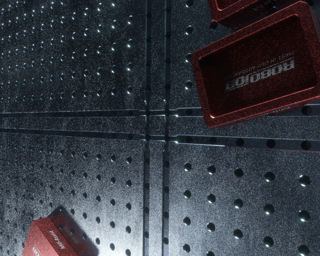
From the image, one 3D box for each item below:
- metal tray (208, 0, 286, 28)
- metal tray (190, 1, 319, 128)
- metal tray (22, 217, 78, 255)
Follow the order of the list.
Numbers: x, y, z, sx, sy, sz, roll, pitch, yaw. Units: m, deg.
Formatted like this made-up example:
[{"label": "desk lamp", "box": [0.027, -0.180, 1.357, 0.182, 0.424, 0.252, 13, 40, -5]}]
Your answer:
[{"label": "metal tray", "box": [0.107, -0.172, 0.316, 0.130, 0.030, 0.090, -18, 79, 38]}, {"label": "metal tray", "box": [0.100, -0.058, 0.322, 0.130, 0.030, 0.090, -18, 79, 38]}, {"label": "metal tray", "box": [-0.201, 0.240, 0.568, 0.130, 0.030, 0.089, 34, 111, 34]}]
